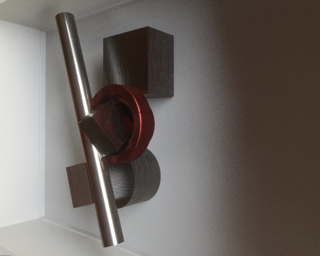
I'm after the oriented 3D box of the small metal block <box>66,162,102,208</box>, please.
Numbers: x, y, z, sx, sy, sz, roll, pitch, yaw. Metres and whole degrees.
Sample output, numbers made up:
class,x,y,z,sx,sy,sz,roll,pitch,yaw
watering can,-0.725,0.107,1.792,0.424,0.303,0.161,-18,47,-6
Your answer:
class,x,y,z,sx,sy,sz,roll,pitch,yaw
small metal block,-0.093,0.073,0.395,0.025,0.050,0.050,-15,78,5

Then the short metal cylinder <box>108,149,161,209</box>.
class,x,y,z,sx,sy,sz,roll,pitch,yaw
short metal cylinder,-0.046,0.066,0.425,0.080,0.050,0.079,0,90,39

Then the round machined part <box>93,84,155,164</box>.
class,x,y,z,sx,sy,sz,roll,pitch,yaw
round machined part,-0.045,-0.005,0.391,0.098,0.042,0.097,0,90,39

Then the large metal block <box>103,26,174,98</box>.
class,x,y,z,sx,sy,sz,roll,pitch,yaw
large metal block,-0.029,-0.080,0.409,0.080,0.050,0.079,0,90,39

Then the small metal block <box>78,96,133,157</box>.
class,x,y,z,sx,sy,sz,roll,pitch,yaw
small metal block,-0.063,-0.002,0.375,0.025,0.050,0.050,-22,111,34

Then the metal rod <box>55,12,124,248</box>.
class,x,y,z,sx,sy,sz,roll,pitch,yaw
metal rod,-0.091,-0.008,0.387,0.025,0.025,0.299,-24,75,37
